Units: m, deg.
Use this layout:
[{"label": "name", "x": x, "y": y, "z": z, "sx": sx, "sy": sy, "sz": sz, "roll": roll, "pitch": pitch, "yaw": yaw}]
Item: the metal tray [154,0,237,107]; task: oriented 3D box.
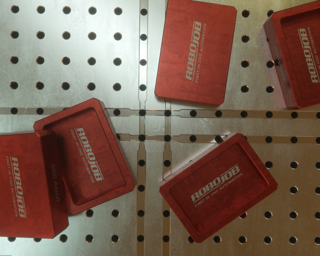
[{"label": "metal tray", "x": 0.046, "y": -0.098, "z": 0.411, "sx": 0.091, "sy": 0.030, "sz": 0.129, "roll": 8, "pitch": 90, "yaw": -1}]

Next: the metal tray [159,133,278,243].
[{"label": "metal tray", "x": 0.076, "y": 0.077, "z": 0.411, "sx": 0.130, "sy": 0.030, "sz": 0.090, "roll": -35, "pitch": 90, "yaw": -1}]

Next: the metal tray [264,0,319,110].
[{"label": "metal tray", "x": 0.203, "y": -0.098, "z": 0.413, "sx": 0.091, "sy": 0.030, "sz": 0.129, "roll": -16, "pitch": 90, "yaw": -1}]

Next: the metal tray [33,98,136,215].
[{"label": "metal tray", "x": -0.097, "y": 0.036, "z": 0.409, "sx": 0.090, "sy": 0.030, "sz": 0.129, "roll": -23, "pitch": 90, "yaw": -1}]

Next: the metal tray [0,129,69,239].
[{"label": "metal tray", "x": -0.170, "y": 0.070, "z": 0.389, "sx": 0.090, "sy": 0.030, "sz": 0.129, "roll": -5, "pitch": 96, "yaw": 17}]
